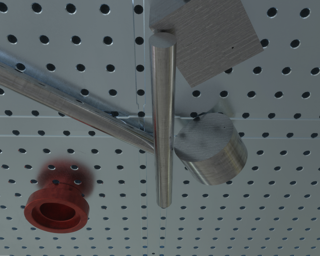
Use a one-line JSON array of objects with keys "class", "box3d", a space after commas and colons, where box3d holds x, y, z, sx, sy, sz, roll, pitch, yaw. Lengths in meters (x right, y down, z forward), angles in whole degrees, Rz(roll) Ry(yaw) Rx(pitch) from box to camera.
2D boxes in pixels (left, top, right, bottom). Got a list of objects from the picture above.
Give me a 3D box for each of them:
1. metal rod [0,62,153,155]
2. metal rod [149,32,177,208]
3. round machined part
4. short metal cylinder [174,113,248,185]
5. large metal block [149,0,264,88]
[{"class": "metal rod", "box3d": [-0.123, -0.032, 0.382, 0.301, 0.025, 0.025, 27, 125, -22]}, {"class": "metal rod", "box3d": [0.005, 0.020, 0.388, 0.025, 0.025, 0.298, -1, 139, 0]}, {"class": "round machined part", "box3d": [-0.165, 0.128, 0.507, 0.099, 0.042, 0.097, -1, 130, 0]}, {"class": "short metal cylinder", "box3d": [0.065, 0.026, 0.399, 0.080, 0.080, 0.050, -24, 127, 18]}, {"class": "large metal block", "box3d": [0.045, -0.100, 0.311, 0.080, 0.050, 0.080, -26, 126, 20]}]
